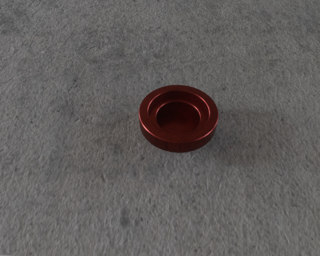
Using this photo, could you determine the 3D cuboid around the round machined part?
[{"bbox_3d":[0.023,-0.008,0.399,0.099,0.042,0.098,0,50,0],"label":"round machined part"}]
